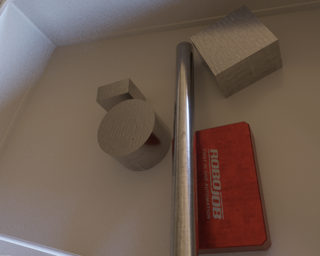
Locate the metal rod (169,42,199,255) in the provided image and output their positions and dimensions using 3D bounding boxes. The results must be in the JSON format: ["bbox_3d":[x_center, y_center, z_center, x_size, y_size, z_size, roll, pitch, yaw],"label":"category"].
[{"bbox_3d":[0.028,0.004,0.347,0.025,0.025,0.300,-13,48,20],"label":"metal rod"}]

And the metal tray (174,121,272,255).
[{"bbox_3d":[0.061,0.063,0.332,0.090,0.030,0.130,-12,56,21],"label":"metal tray"}]

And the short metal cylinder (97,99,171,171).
[{"bbox_3d":[-0.032,0.010,0.399,0.080,0.050,0.080,-13,56,20],"label":"short metal cylinder"}]

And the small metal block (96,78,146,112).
[{"bbox_3d":[-0.054,-0.040,0.441,0.050,0.050,0.025,-13,57,20],"label":"small metal block"}]

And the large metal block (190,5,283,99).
[{"bbox_3d":[0.097,-0.098,0.398,0.080,0.050,0.080,-30,52,9],"label":"large metal block"}]
